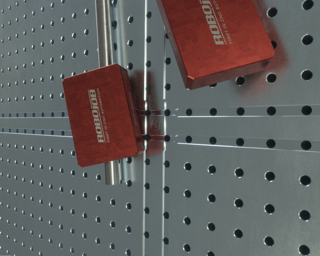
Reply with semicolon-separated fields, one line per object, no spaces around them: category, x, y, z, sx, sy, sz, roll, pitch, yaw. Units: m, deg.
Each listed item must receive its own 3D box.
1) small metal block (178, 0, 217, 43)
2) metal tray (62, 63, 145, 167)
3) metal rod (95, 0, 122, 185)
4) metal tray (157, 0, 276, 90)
small metal block;0.041;-0.133;0.355;0.025;0.050;0.050;-15;77;-4
metal tray;-0.081;-0.017;0.441;0.090;0.030;0.129;-14;85;12
metal rod;-0.079;-0.065;0.471;0.025;0.025;0.298;-7;86;39
metal tray;0.053;-0.114;0.327;0.091;0.030;0.129;-16;77;-4
